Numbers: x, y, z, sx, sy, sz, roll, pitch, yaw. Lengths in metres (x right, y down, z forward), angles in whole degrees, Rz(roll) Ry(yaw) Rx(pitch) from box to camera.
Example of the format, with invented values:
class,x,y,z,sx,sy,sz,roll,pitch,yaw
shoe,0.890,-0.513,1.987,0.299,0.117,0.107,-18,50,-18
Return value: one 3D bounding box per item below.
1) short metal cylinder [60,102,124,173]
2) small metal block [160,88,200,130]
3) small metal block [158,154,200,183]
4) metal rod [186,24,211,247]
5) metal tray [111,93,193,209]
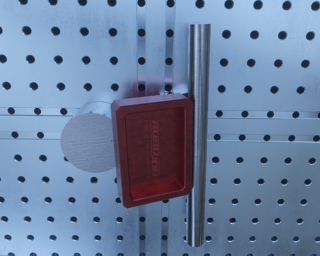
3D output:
class,x,y,z,sx,sy,sz,roll,pitch,yaw
short metal cylinder,-0.081,0.011,0.402,0.081,0.050,0.079,0,110,-1
small metal block,0.031,-0.024,0.405,0.050,0.025,0.050,-14,110,4
small metal block,0.021,0.059,0.434,0.050,0.025,0.050,37,106,-13
metal rod,0.047,0.024,0.396,0.025,0.025,0.298,-1,110,0
metal tray,-0.008,0.027,0.378,0.091,0.030,0.129,-9,112,-18
